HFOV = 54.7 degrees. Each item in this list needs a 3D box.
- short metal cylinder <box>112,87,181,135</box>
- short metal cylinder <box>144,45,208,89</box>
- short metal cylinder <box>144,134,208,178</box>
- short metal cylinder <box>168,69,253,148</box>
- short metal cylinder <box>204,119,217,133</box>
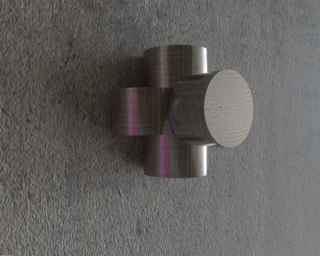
[{"bbox_3d":[-0.015,-0.018,0.360,0.081,0.080,0.050,-2,91,-40],"label":"short metal cylinder"},{"bbox_3d":[0.020,-0.070,0.389,0.081,0.080,0.050,-2,92,-40],"label":"short metal cylinder"},{"bbox_3d":[0.020,0.032,0.389,0.081,0.080,0.050,0,91,-40],"label":"short metal cylinder"},{"bbox_3d":[0.056,-0.020,0.334,0.081,0.050,0.079,0,90,-40],"label":"short metal cylinder"},{"bbox_3d":[0.047,-0.019,0.412,0.081,0.080,0.050,-1,91,-40],"label":"short metal cylinder"}]
